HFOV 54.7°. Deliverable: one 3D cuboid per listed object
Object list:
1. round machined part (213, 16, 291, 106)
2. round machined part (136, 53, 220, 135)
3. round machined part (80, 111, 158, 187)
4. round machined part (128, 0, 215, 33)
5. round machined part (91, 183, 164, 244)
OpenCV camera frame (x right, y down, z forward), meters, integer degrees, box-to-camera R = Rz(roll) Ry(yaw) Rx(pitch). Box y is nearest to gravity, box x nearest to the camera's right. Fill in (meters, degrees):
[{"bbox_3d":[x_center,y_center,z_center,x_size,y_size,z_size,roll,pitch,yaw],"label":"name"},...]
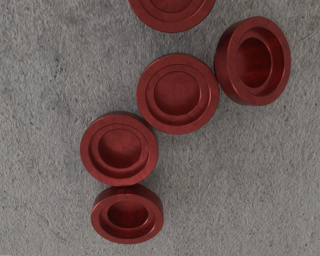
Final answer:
[{"bbox_3d":[0.101,-0.074,0.359,0.099,0.042,0.097,-3,95,-29],"label":"round machined part"},{"bbox_3d":[0.021,-0.044,0.384,0.099,0.042,0.097,0,110,0],"label":"round machined part"},{"bbox_3d":[-0.051,0.024,0.408,0.099,0.042,0.097,0,108,0],"label":"round machined part"},{"bbox_3d":[0.013,-0.157,0.343,0.099,0.042,0.097,0,110,0],"label":"round machined part"},{"bbox_3d":[-0.044,0.115,0.436,0.099,0.042,0.097,-1,121,-1],"label":"round machined part"}]
